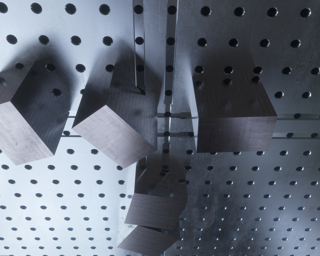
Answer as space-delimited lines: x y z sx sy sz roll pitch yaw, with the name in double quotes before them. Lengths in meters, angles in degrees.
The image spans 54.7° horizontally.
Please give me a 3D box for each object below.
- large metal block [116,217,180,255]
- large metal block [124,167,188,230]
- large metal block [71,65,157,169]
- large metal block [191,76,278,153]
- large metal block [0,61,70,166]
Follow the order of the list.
"large metal block" -0.021 0.180 0.549 0.080 0.050 0.080 24 126 -20
"large metal block" -0.008 0.113 0.492 0.081 0.050 0.079 11 129 -10
"large metal block" -0.048 -0.013 0.364 0.050 0.080 0.080 -31 124 23
"large metal block" 0.080 -0.018 0.362 0.081 0.080 0.050 -2 130 1
"large metal block" -0.156 -0.017 0.359 0.050 0.080 0.080 -15 129 12
